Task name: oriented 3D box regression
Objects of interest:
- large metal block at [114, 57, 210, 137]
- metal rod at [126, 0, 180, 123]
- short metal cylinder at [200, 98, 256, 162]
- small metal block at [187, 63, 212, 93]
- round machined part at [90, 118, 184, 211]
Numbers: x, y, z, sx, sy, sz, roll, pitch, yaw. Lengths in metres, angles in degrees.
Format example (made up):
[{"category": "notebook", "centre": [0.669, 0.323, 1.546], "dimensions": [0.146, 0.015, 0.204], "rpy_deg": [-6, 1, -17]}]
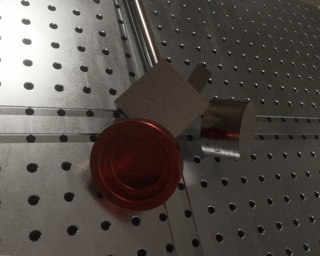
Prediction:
[{"category": "large metal block", "centre": [0.001, -0.026, 0.388], "dimensions": [0.080, 0.050, 0.080], "rpy_deg": [-44, 86, -9]}, {"category": "metal rod", "centre": [-0.021, -0.138, 0.482], "dimensions": [0.025, 0.025, 0.299], "rpy_deg": [-3, 63, -30]}, {"category": "short metal cylinder", "centre": [0.094, 0.002, 0.416], "dimensions": [0.050, 0.080, 0.080], "rpy_deg": [8, 44, 29]}, {"category": "small metal block", "centre": [0.045, -0.059, 0.455], "dimensions": [0.025, 0.050, 0.050], "rpy_deg": [36, 51, -5]}, {"category": "round machined part", "centre": [-0.023, 0.037, 0.340], "dimensions": [0.098, 0.098, 0.042], "rpy_deg": [46, 15, 3]}]
